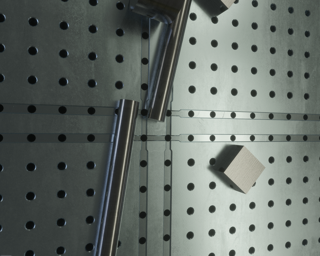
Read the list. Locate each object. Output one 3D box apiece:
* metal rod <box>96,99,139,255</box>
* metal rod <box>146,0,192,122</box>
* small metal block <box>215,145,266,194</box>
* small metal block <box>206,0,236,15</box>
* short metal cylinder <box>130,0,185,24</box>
[{"bbox_3d":[-0.061,0.113,0.390,0.025,0.025,0.298,10,87,-20],"label":"metal rod"},{"bbox_3d":[0.026,-0.155,0.421,0.025,0.025,0.298,14,85,-20],"label":"metal rod"},{"bbox_3d":[0.118,0.060,0.456,0.050,0.025,0.050,44,76,-15],"label":"small metal block"},{"bbox_3d":[0.089,-0.202,0.445,0.050,0.025,0.050,41,77,-16],"label":"small metal block"},{"bbox_3d":[-0.001,-0.176,0.383,0.050,0.080,0.080,13,86,-20],"label":"short metal cylinder"}]
